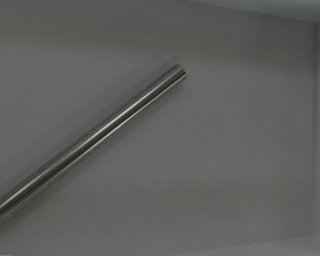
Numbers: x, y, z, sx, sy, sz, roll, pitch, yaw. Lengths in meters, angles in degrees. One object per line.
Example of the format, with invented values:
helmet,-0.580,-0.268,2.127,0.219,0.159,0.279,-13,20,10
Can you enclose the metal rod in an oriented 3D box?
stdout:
metal rod,-0.084,0.016,0.380,0.301,0.025,0.025,-40,103,-16
